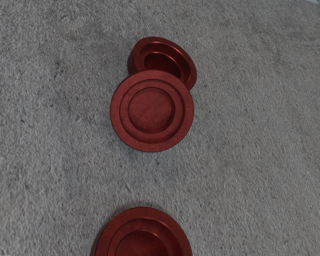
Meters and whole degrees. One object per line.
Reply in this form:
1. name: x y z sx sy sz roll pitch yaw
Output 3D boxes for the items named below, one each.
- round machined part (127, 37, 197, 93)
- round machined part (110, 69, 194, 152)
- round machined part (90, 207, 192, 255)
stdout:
1. round machined part: 0.000 -0.079 0.440 0.099 0.042 0.098 14 56 -21
2. round machined part: -0.011 -0.023 0.379 0.099 0.042 0.097 -2 102 -7
3. round machined part: -0.021 0.131 0.302 0.099 0.042 0.098 14 56 -21
